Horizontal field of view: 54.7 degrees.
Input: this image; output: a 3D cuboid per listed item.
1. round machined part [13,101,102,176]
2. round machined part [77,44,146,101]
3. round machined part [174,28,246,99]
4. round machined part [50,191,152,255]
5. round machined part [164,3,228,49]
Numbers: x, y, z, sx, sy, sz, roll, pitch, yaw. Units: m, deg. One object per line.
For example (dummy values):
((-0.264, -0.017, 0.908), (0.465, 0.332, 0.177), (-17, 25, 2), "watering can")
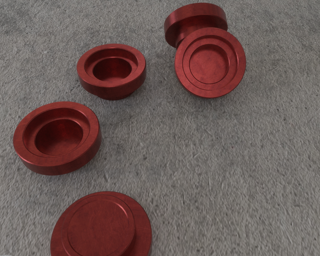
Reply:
((-0.120, 0.016, 0.377), (0.099, 0.042, 0.098), (0, 50, 0), "round machined part")
((-0.069, -0.079, 0.458), (0.099, 0.042, 0.098), (0, 50, 0), "round machined part")
((0.070, -0.090, 0.447), (0.099, 0.042, 0.097), (0, 92, 1), "round machined part")
((-0.057, 0.105, 0.303), (0.099, 0.042, 0.098), (0, 50, 0), "round machined part")
((0.057, -0.147, 0.485), (0.099, 0.098, 0.042), (-5, 74, -4), "round machined part")
